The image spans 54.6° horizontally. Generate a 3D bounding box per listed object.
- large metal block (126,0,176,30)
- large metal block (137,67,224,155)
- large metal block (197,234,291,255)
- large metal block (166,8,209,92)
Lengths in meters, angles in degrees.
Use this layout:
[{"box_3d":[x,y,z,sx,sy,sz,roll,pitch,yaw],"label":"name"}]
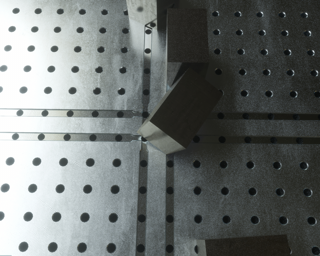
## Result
[{"box_3d":[-0.008,-0.209,0.459,0.050,0.080,0.080,26,72,9],"label":"large metal block"},{"box_3d":[0.021,-0.017,0.383,0.050,0.080,0.080,38,74,-6],"label":"large metal block"},{"box_3d":[0.085,0.143,0.331,0.080,0.080,0.050,-3,70,-1],"label":"large metal block"},{"box_3d":[0.034,-0.102,0.420,0.050,0.080,0.080,0,70,0],"label":"large metal block"}]
